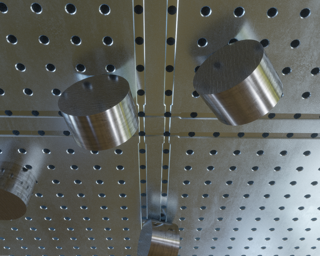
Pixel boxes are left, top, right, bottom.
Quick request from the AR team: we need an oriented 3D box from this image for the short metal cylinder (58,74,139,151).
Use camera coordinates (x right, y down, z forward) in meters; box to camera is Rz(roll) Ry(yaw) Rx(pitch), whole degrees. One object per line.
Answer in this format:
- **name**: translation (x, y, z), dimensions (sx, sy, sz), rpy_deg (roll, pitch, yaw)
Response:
- **short metal cylinder**: translation (-0.069, -0.019, 0.358), dimensions (0.080, 0.080, 0.050), rpy_deg (-7, 130, 6)

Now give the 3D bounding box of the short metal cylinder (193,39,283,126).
- **short metal cylinder**: translation (0.083, -0.049, 0.335), dimensions (0.080, 0.080, 0.050), rpy_deg (-28, 125, 22)

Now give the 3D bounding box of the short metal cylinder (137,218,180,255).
- **short metal cylinder**: translation (-0.004, 0.207, 0.552), dimensions (0.050, 0.080, 0.079), rpy_deg (16, 128, -14)

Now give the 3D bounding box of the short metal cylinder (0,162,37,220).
- **short metal cylinder**: translation (-0.239, 0.097, 0.474), dimensions (0.081, 0.050, 0.079), rpy_deg (-1, 131, 0)
